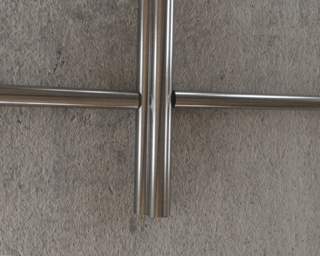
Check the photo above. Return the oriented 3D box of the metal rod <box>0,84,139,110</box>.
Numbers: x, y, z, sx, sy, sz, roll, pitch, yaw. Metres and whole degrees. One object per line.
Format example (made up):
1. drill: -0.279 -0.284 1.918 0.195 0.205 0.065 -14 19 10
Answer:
1. metal rod: -0.172 -0.037 0.346 0.303 0.025 0.025 0 90 -21

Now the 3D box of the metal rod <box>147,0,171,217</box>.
1. metal rod: -0.001 -0.040 0.389 0.025 0.025 0.298 1 90 -20

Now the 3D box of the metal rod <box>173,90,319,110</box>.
1. metal rod: 0.158 -0.040 0.470 0.303 0.025 0.025 -1 90 -21

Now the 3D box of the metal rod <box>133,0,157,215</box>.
1. metal rod: -0.019 -0.039 0.405 0.025 0.025 0.298 1 90 -20

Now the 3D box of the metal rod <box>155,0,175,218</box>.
1. metal rod: 0.004 -0.033 0.414 0.025 0.025 0.298 1 90 -20
